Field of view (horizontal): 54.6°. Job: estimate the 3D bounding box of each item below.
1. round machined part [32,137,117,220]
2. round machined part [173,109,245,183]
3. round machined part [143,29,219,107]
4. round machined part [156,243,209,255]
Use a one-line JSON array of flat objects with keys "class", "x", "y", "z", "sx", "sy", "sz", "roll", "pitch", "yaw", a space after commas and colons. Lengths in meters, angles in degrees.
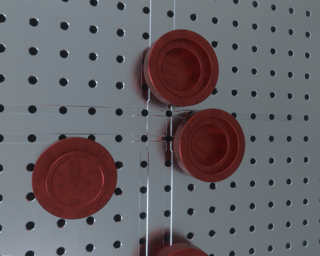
[{"class": "round machined part", "x": -0.099, "y": 0.060, "z": 0.367, "sx": 0.099, "sy": 0.042, "sz": 0.097, "roll": 0, "pitch": 90, "yaw": -20}, {"class": "round machined part", "x": 0.064, "y": 0.023, "z": 0.427, "sx": 0.099, "sy": 0.042, "sz": 0.097, "roll": 0, "pitch": 90, "yaw": -20}, {"class": "round machined part", "x": 0.025, "y": -0.077, "z": 0.412, "sx": 0.099, "sy": 0.042, "sz": 0.097, "roll": 0, "pitch": 90, "yaw": -20}, {"class": "round machined part", "x": 0.025, "y": 0.202, "z": 0.413, "sx": 0.099, "sy": 0.042, "sz": 0.097, "roll": 0, "pitch": 90, "yaw": -20}]
